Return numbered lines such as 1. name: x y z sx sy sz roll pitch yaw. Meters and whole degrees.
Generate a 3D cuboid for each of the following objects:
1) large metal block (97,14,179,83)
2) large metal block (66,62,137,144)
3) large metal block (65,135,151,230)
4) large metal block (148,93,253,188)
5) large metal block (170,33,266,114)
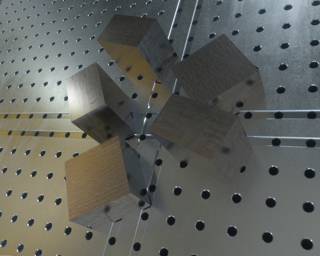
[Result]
1. large metal block: -0.031 -0.118 0.460 0.080 0.080 0.050 20 73 35
2. large metal block: -0.082 -0.030 0.432 0.050 0.080 0.080 -27 53 11
3. large metal block: -0.066 0.068 0.384 0.080 0.050 0.080 -26 53 11
4. large metal block: 0.047 0.014 0.339 0.080 0.080 0.050 24 75 36
5. large metal block: 0.072 -0.059 0.390 0.080 0.050 0.080 -32 52 7
